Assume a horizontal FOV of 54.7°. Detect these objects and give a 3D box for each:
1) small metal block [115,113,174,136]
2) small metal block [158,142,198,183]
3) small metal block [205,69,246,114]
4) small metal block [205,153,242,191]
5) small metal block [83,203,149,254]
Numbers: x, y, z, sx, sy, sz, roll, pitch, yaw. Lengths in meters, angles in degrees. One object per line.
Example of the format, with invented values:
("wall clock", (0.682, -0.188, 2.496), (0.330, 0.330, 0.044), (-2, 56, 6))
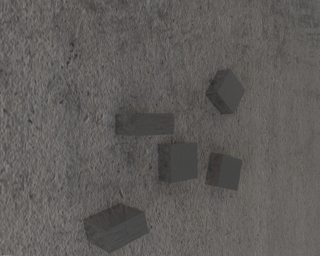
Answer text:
("small metal block", (-0.019, -0.004, 0.372), (0.050, 0.050, 0.025), (-2, 91, -40))
("small metal block", (0.025, 0.046, 0.425), (0.050, 0.025, 0.050), (-2, 91, -40))
("small metal block", (0.104, -0.057, 0.492), (0.050, 0.025, 0.050), (45, 63, -31))
("small metal block", (0.101, 0.069, 0.489), (0.050, 0.025, 0.050), (19, 78, -38))
("small metal block", (-0.050, 0.110, 0.347), (0.050, 0.050, 0.025), (-16, 101, -39))
